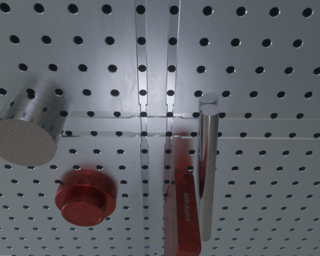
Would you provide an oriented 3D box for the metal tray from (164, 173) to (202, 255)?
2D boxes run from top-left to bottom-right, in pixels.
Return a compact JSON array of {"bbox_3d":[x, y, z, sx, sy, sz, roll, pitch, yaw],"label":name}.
[{"bbox_3d":[0.029,0.144,0.465,0.030,0.130,0.089,9,130,-7],"label":"metal tray"}]

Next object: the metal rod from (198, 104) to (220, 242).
[{"bbox_3d":[0.073,0.090,0.488,0.025,0.025,0.298,-3,130,2],"label":"metal rod"}]

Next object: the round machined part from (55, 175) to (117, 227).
[{"bbox_3d":[-0.122,0.125,0.505,0.099,0.042,0.097,0,130,0],"label":"round machined part"}]

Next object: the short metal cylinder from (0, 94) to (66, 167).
[{"bbox_3d":[-0.168,0.004,0.397,0.081,0.050,0.079,0,130,0],"label":"short metal cylinder"}]
